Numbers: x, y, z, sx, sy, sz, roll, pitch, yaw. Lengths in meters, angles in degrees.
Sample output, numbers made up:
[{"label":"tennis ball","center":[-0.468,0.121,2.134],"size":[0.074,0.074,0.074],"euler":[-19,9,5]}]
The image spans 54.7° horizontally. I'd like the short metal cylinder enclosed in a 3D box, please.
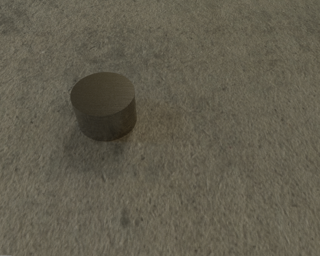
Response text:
[{"label":"short metal cylinder","center":[-0.072,-0.029,0.410],"size":[0.081,0.050,0.080],"euler":[0,50,0]}]
